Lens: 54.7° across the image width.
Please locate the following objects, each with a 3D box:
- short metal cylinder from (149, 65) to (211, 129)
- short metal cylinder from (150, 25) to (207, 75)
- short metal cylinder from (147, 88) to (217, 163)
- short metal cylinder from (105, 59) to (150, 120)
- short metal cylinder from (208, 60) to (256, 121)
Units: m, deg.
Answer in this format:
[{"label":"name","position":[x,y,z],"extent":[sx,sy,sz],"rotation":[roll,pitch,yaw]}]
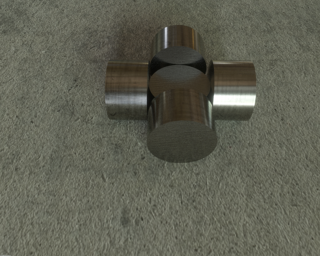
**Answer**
[{"label":"short metal cylinder","position":[0.026,-0.041,0.424],"extent":[0.081,0.050,0.080],"rotation":[0,50,0]},{"label":"short metal cylinder","position":[0.026,-0.102,0.454],"extent":[0.081,0.080,0.050],"rotation":[1,51,0]},{"label":"short metal cylinder","position":[0.025,-0.001,0.370],"extent":[0.081,0.080,0.050],"rotation":[0,50,0]},{"label":"short metal cylinder","position":[-0.040,-0.050,0.411],"extent":[0.050,0.080,0.080],"rotation":[1,50,1]},{"label":"short metal cylinder","position":[0.091,-0.050,0.412],"extent":[0.050,0.080,0.080],"rotation":[1,50,1]}]
